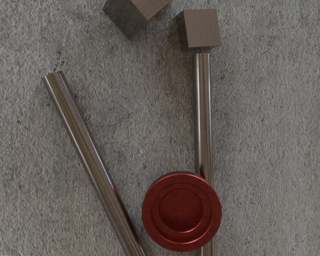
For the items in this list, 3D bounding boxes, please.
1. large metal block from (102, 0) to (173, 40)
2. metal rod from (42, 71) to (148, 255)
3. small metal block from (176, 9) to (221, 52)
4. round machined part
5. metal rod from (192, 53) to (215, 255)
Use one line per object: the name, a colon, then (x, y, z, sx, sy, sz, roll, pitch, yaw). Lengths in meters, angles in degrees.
large metal block: (-0.016, -0.161, 0.374, 0.080, 0.080, 0.050, -46, 105, -14)
metal rod: (-0.068, 0.074, 0.384, 0.025, 0.025, 0.299, -26, 99, -18)
small metal block: (0.054, -0.136, 0.430, 0.050, 0.025, 0.050, -10, 94, -20)
round machined part: (0.027, 0.103, 0.400, 0.099, 0.042, 0.097, 0, 92, 1)
metal rod: (0.061, 0.048, 0.433, 0.025, 0.025, 0.298, -2, 91, -20)
